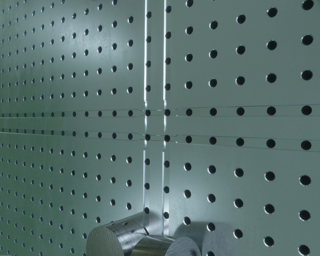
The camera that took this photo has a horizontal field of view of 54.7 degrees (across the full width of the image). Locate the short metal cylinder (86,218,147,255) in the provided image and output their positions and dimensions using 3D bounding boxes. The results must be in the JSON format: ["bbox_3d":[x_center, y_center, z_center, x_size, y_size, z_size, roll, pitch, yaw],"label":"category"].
[{"bbox_3d":[-0.059,0.174,0.440,0.080,0.050,0.079,0,90,39],"label":"short metal cylinder"}]

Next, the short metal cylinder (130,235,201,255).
[{"bbox_3d":[0.008,0.169,0.366,0.050,0.081,0.080,-13,82,39],"label":"short metal cylinder"}]
